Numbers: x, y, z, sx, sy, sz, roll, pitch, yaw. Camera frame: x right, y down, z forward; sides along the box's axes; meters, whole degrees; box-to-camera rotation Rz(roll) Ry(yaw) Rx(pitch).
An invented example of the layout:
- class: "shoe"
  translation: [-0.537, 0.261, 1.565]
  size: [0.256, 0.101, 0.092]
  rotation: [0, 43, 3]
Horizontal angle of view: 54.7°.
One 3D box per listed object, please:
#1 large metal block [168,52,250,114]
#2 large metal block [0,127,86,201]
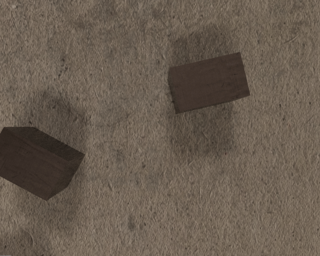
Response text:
- class: "large metal block"
  translation: [0.055, -0.052, 0.383]
  size: [0.080, 0.080, 0.050]
  rotation: [-13, 90, 0]
- class: "large metal block"
  translation: [-0.149, 0.039, 0.381]
  size: [0.080, 0.080, 0.050]
  rotation: [28, 90, -1]
